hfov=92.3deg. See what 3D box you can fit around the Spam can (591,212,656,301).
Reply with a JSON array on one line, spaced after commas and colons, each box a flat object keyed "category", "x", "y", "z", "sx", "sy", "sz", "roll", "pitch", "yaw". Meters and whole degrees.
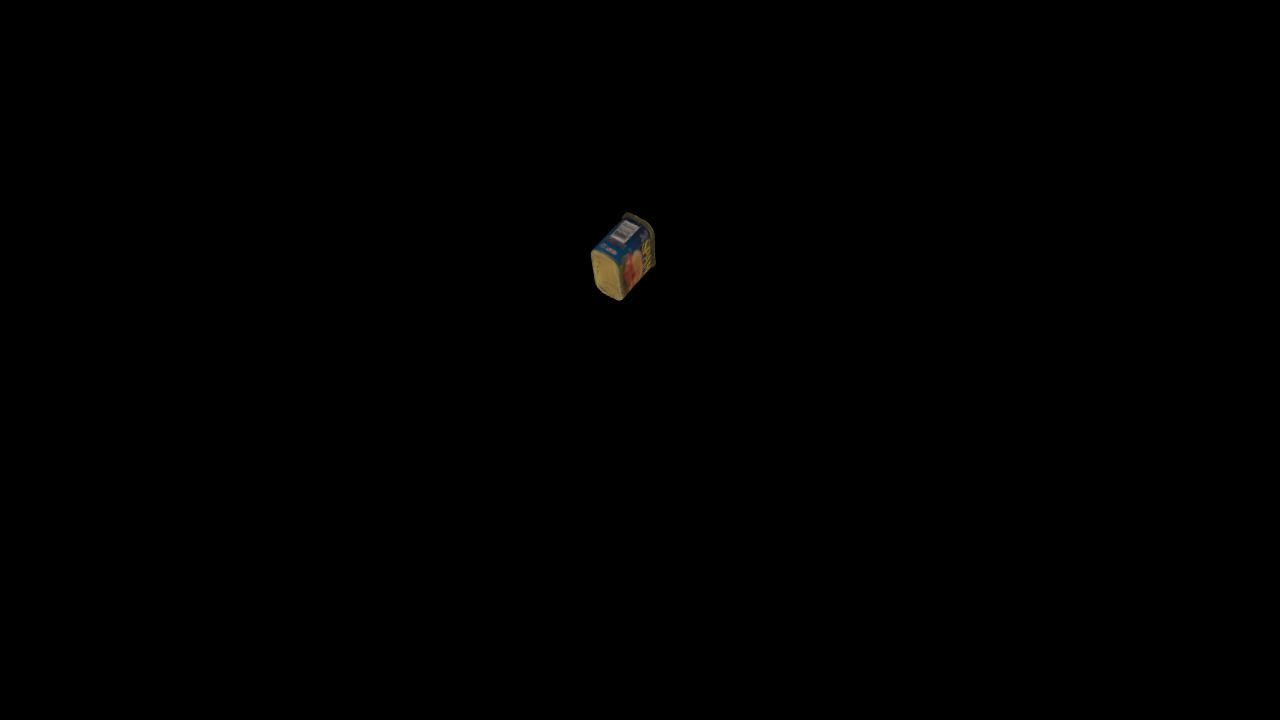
[{"category": "Spam can", "x": -0.025, "y": -0.151, "z": 0.911, "sx": 0.058, "sy": 0.085, "sz": 0.101, "roll": 31, "pitch": -25, "yaw": 20}]
